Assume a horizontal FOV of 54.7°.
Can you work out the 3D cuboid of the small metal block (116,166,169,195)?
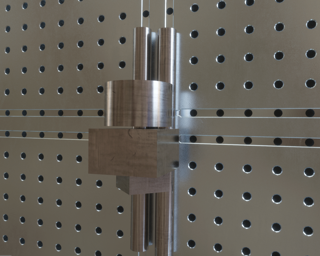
[{"bbox_3d":[-0.022,0.063,0.382,0.050,0.050,0.025,1,91,-25],"label":"small metal block"}]

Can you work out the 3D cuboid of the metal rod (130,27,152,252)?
[{"bbox_3d":[-0.026,0.015,0.422,0.025,0.025,0.298,1,90,19],"label":"metal rod"}]

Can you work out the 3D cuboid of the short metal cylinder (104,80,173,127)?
[{"bbox_3d":[-0.025,-0.027,0.369,0.080,0.080,0.050,1,91,19],"label":"short metal cylinder"}]

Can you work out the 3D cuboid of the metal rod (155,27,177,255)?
[{"bbox_3d":[0.007,0.020,0.410,0.025,0.025,0.298,1,90,19],"label":"metal rod"}]

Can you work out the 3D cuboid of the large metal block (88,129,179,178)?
[{"bbox_3d":[-0.027,0.026,0.366,0.080,0.080,0.050,1,90,19],"label":"large metal block"}]
